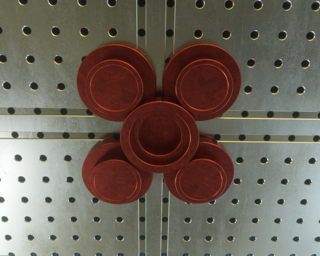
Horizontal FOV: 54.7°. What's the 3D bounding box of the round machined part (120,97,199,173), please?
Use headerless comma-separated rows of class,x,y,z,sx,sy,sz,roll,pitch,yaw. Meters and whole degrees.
round machined part,0.000,0.006,0.405,0.099,0.042,0.097,0,110,-1

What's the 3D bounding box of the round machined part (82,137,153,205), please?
round machined part,-0.059,0.065,0.428,0.099,0.042,0.097,0,110,-1

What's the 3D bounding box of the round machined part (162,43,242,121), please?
round machined part,0.052,-0.054,0.384,0.099,0.042,0.097,0,110,-1

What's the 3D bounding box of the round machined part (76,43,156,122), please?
round machined part,-0.054,-0.053,0.383,0.099,0.042,0.097,0,110,-1

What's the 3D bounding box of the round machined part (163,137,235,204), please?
round machined part,0.054,0.064,0.428,0.099,0.042,0.097,0,110,-1
